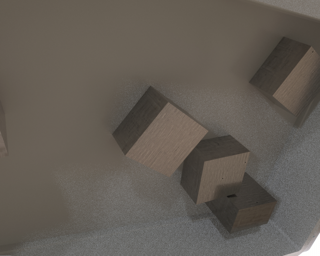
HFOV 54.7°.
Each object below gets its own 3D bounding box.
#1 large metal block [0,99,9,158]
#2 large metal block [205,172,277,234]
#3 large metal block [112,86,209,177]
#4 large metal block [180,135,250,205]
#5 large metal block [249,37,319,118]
[{"bbox_3d":[-0.184,-0.007,0.269,0.081,0.080,0.050,-14,125,-21],"label":"large metal block"},{"bbox_3d":[0.133,0.123,0.525,0.081,0.080,0.050,-4,120,-27],"label":"large metal block"},{"bbox_3d":[0.000,0.006,0.398,0.080,0.050,0.080,32,100,-39],"label":"large metal block"},{"bbox_3d":[0.083,0.063,0.479,0.081,0.050,0.079,-9,122,-24],"label":"large metal block"},{"bbox_3d":[0.193,-0.073,0.456,0.080,0.050,0.080,27,103,-38],"label":"large metal block"}]
